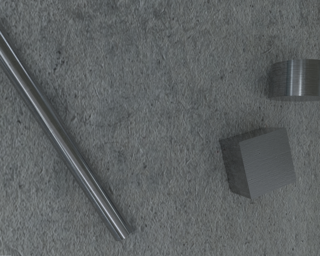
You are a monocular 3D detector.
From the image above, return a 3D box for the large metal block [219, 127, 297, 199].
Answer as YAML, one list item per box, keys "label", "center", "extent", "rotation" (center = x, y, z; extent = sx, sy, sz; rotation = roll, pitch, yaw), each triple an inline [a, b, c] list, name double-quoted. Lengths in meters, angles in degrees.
- label: "large metal block"
  center: [0.142, 0.047, 0.450]
  extent: [0.081, 0.050, 0.080]
  rotation: [-15, 95, -20]

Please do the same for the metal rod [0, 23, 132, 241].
- label: "metal rod"
  center: [-0.120, 0.007, 0.365]
  extent: [0.025, 0.025, 0.299]
  rotation: [-33, 101, -17]

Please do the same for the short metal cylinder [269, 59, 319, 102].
- label: "short metal cylinder"
  center: [0.205, -0.068, 0.458]
  extent: [0.081, 0.080, 0.050]
  rotation: [2, 89, -20]
